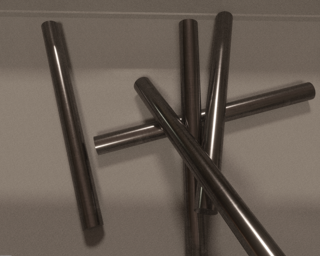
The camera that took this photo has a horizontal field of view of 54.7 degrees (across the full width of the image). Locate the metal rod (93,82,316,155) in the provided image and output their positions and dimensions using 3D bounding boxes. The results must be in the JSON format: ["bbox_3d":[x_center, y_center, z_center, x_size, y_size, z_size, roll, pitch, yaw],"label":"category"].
[{"bbox_3d":[0.063,-0.014,0.415,0.302,0.025,0.025,-14,71,-6],"label":"metal rod"}]

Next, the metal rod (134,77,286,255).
[{"bbox_3d":[0.039,0.032,0.335,0.025,0.025,0.300,-26,48,-9],"label":"metal rod"}]

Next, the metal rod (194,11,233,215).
[{"bbox_3d":[0.073,-0.040,0.400,0.025,0.025,0.300,9,61,3],"label":"metal rod"}]

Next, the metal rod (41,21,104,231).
[{"bbox_3d":[-0.122,-0.017,0.414,0.025,0.025,0.299,-16,71,-6],"label":"metal rod"}]

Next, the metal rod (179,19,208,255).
[{"bbox_3d":[0.040,0.008,0.383,0.025,0.025,0.298,-1,79,-1],"label":"metal rod"}]
